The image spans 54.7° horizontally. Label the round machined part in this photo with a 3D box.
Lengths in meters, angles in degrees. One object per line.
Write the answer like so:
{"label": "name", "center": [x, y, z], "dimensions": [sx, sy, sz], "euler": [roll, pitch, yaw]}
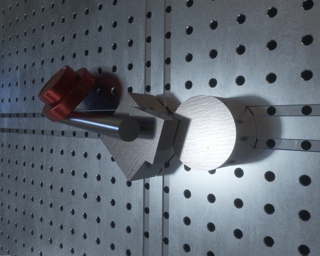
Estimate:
{"label": "round machined part", "center": [-0.152, -0.060, 0.485], "dimensions": [0.098, 0.042, 0.098], "euler": [-33, 31, 23]}

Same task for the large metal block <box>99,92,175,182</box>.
{"label": "large metal block", "center": [-0.024, 0.011, 0.408], "dimensions": [0.080, 0.050, 0.080], "euler": [51, 120, 27]}

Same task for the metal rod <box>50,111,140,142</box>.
{"label": "metal rod", "center": [-0.114, -0.012, 0.444], "dimensions": [0.300, 0.025, 0.025], "euler": [10, 96, 56]}

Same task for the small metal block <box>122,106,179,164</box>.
{"label": "small metal block", "center": [-0.012, 0.007, 0.349], "dimensions": [0.050, 0.025, 0.050], "euler": [24, 105, 37]}

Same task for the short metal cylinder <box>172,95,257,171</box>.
{"label": "short metal cylinder", "center": [0.058, 0.005, 0.343], "dimensions": [0.080, 0.050, 0.079], "euler": [0, 90, 39]}
